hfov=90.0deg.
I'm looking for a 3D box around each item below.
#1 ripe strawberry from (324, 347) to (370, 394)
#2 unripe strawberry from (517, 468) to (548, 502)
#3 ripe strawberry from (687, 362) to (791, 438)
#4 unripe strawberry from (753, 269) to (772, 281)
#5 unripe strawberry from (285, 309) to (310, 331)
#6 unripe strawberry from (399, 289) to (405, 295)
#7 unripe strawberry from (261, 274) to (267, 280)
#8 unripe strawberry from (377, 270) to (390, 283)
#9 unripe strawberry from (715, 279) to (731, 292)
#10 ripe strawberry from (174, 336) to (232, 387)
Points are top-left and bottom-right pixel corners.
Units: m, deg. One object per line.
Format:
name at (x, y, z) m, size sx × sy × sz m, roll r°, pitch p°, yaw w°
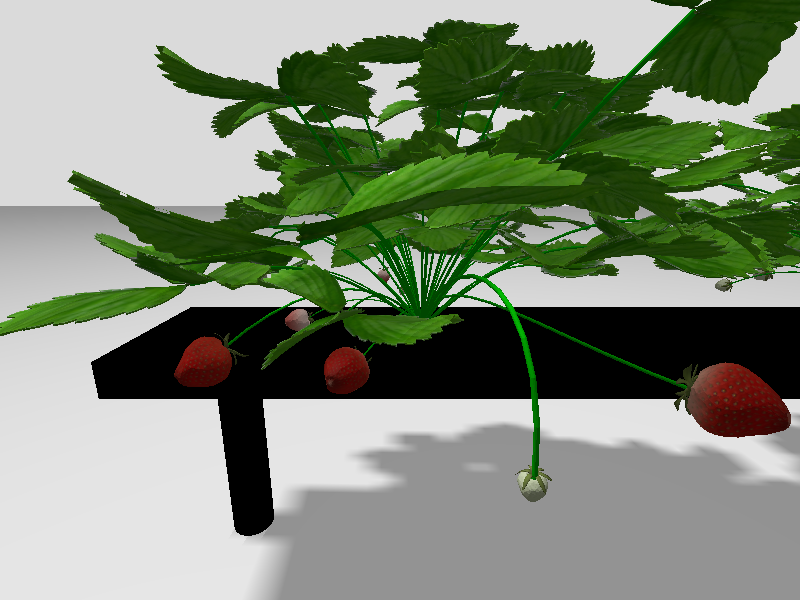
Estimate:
ripe strawberry at (-0.034, 0.045, 0.245) m, size 0.028 × 0.029 × 0.030 m, roll 6°, pitch 17°, yaw 23°
unripe strawberry at (0.049, 0.070, 0.149) m, size 0.011 × 0.011 × 0.011 m, roll -2°, pitch 15°, yaw -7°
ripe strawberry at (0.170, 0.052, 0.201) m, size 0.036 × 0.038 × 0.039 m, roll -13°, pitch 20°, yaw -40°
unripe strawberry at (0.503, -0.036, 0.557) m, size 0.021 × 0.018 × 0.021 m, roll 2°, pitch -17°, yaw 9°
unripe strawberry at (-0.091, 0.019, 0.356) m, size 0.021 × 0.021 × 0.020 m, roll -8°, pitch 16°, yaw -4°
unripe strawberry at (0.003, -0.010, 0.469) m, size 0.009 × 0.010 × 0.010 m, roll -2°, pitch 15°, yaw -9°
unripe strawberry at (-0.166, -0.029, 0.483) m, size 0.011 × 0.011 × 0.011 m, roll 10°, pitch 18°, yaw 32°
unripe strawberry at (-0.022, -0.031, 0.546) m, size 0.018 × 0.019 × 0.019 m, roll -3°, pitch 15°, yaw -12°
unripe strawberry at (0.403, -0.018, 0.501) m, size 0.015 × 0.015 × 0.016 m, roll -7°, pitch -2°, yaw -25°
ripe strawberry at (-0.125, 0.040, 0.254) m, size 0.034 × 0.029 × 0.034 m, roll -37°, pitch 32°, yaw -26°
